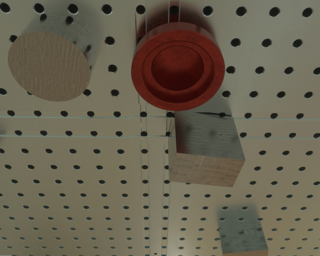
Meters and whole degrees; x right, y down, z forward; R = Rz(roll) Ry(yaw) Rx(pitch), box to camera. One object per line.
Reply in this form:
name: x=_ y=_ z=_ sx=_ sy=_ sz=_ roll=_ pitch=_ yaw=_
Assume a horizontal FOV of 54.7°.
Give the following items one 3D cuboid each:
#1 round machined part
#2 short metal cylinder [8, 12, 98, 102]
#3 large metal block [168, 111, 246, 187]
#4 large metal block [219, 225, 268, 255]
round machined part: x=0.019 y=-0.070 z=0.341 sx=0.099 sy=0.042 sz=0.097 roll=0 pitch=130 yaw=0
short metal cylinder: x=-0.111 y=-0.075 z=0.330 sx=0.081 sy=0.050 sz=0.079 roll=0 pitch=130 yaw=0
large metal block: x=0.055 y=0.025 z=0.397 sx=0.081 sy=0.080 sz=0.050 roll=7 pitch=130 yaw=-6
large metal block: x=0.159 y=0.234 z=0.596 sx=0.080 sy=0.050 sz=0.080 roll=-7 pitch=130 yaw=6
